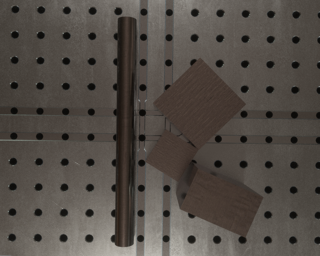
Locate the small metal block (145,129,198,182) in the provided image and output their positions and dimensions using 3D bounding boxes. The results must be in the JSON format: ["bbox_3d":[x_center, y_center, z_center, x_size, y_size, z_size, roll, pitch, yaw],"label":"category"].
[{"bbox_3d":[0.016,0.036,0.414,0.050,0.025,0.050,32,90,-1],"label":"small metal block"}]

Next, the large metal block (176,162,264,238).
[{"bbox_3d":[0.069,0.084,0.387,0.080,0.080,0.050,24,90,-1],"label":"large metal block"}]

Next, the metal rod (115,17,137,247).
[{"bbox_3d":[-0.046,0.005,0.412,0.025,0.025,0.298,1,90,-1],"label":"metal rod"}]

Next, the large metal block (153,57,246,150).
[{"bbox_3d":[0.048,-0.030,0.402,0.080,0.050,0.080,-44,91,0],"label":"large metal block"}]
